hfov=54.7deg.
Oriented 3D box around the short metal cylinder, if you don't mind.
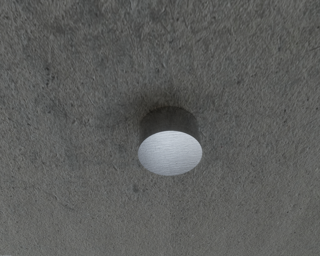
[{"bbox_3d":[0.013,0.017,0.407,0.081,0.050,0.079,0,130,0],"label":"short metal cylinder"}]
